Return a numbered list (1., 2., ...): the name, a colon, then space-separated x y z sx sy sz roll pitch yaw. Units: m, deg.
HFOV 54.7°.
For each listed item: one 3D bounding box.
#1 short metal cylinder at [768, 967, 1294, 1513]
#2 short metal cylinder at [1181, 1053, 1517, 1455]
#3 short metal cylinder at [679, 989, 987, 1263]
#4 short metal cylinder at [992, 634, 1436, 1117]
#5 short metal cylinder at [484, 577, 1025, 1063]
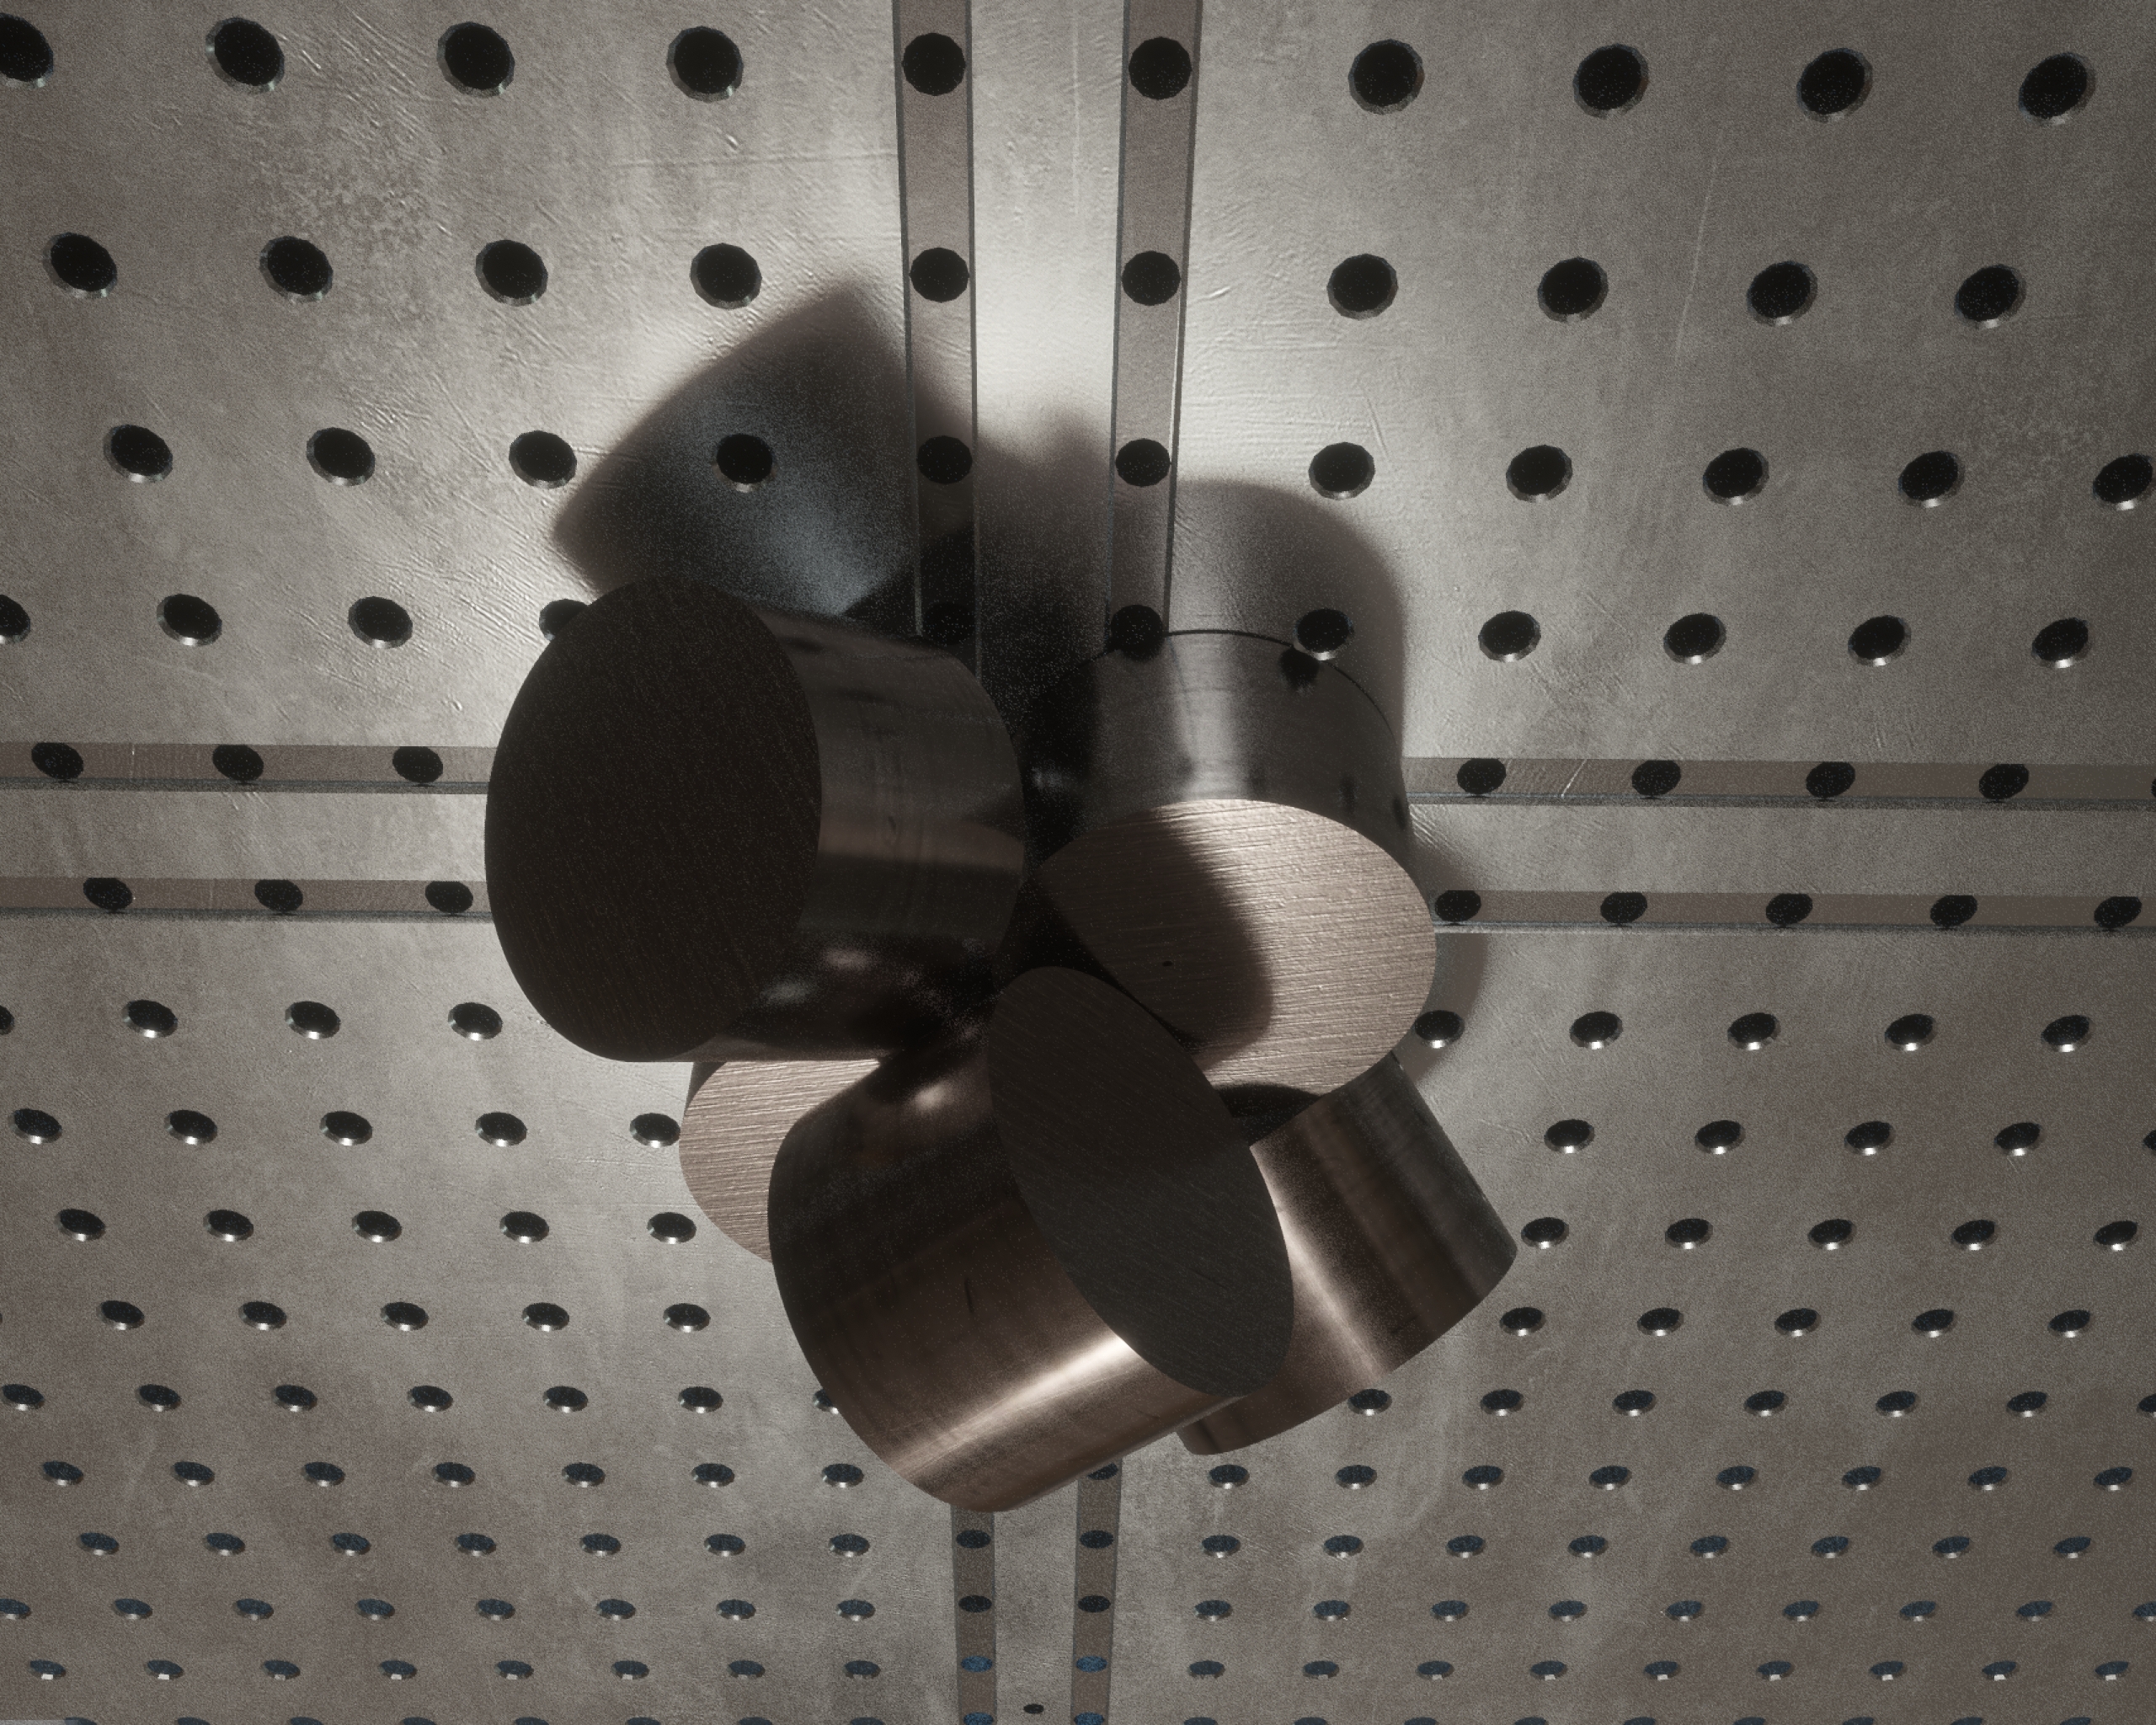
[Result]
1. short metal cylinder: -0.007 0.065 0.363 0.050 0.080 0.080 -34 123 25
2. short metal cylinder: 0.043 0.078 0.434 0.080 0.080 0.050 -33 88 24
3. short metal cylinder: -0.038 0.043 0.431 0.081 0.050 0.079 0 130 0
4. short metal cylinder: 0.025 0.003 0.398 0.081 0.050 0.079 0 130 0
5. short metal cylinder: -0.056 -0.005 0.361 0.080 0.080 0.050 -38 155 27
